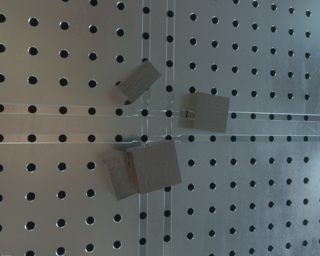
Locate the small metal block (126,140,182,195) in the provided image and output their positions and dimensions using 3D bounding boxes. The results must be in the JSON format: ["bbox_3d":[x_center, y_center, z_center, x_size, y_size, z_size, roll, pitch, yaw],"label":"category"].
[{"bbox_3d":[-0.007,0.044,0.357,0.050,0.025,0.050,-12,94,-20],"label":"small metal block"}]

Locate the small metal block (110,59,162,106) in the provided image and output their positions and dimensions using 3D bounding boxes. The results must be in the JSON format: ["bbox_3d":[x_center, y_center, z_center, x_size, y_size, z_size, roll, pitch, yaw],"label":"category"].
[{"bbox_3d":[-0.032,-0.055,0.387,0.050,0.050,0.025,-46,105,-14],"label":"small metal block"}]

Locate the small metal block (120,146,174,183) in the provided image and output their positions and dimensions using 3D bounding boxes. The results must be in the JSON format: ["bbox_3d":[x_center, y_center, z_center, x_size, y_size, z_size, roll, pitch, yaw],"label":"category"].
[{"bbox_3d":[-0.018,0.044,0.393,0.050,0.050,0.025,-18,96,-19],"label":"small metal block"}]

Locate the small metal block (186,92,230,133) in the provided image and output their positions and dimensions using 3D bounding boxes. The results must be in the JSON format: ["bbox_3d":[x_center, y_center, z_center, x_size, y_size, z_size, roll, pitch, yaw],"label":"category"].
[{"bbox_3d":[0.067,-0.021,0.437,0.050,0.025,0.050,8,87,-20],"label":"small metal block"}]

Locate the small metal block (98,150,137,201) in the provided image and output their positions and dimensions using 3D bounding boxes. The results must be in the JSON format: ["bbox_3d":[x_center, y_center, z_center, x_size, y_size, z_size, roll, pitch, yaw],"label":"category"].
[{"bbox_3d":[-0.053,0.056,0.380,0.025,0.050,0.050,-18,96,-19],"label":"small metal block"}]
